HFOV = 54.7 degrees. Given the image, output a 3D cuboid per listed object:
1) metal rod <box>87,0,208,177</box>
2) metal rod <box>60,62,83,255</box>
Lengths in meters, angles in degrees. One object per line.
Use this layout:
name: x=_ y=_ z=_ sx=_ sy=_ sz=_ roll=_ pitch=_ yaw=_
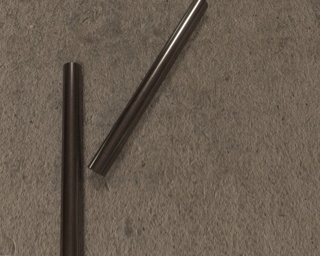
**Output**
metal rod: x=-0.008 y=-0.069 z=0.433 sx=0.025 sy=0.025 sz=0.300 roll=27 pitch=72 yaw=9
metal rod: x=-0.110 y=0.054 z=0.387 sx=0.025 sy=0.025 sz=0.299 roll=-5 pitch=70 yaw=-2
